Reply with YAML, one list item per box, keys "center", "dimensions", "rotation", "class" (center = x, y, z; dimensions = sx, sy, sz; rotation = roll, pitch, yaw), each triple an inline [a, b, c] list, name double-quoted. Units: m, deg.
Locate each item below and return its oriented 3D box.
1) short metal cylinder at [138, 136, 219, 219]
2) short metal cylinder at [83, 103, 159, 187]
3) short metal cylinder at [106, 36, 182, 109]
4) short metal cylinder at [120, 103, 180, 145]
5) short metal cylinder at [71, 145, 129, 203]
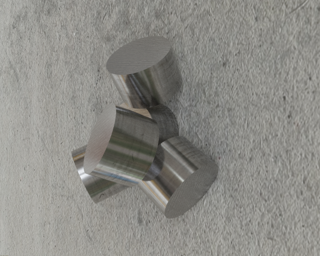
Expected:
- center: [0.020, 0.056, 0.354]
  dimensions: [0.050, 0.081, 0.080]
  rotation: [42, 115, 32]
  class: "short metal cylinder"
- center: [-0.044, 0.019, 0.339]
  dimensions: [0.080, 0.050, 0.080]
  rotation: [-45, 33, 41]
  class: "short metal cylinder"
- center: [-0.018, -0.069, 0.378]
  dimensions: [0.080, 0.080, 0.050]
  rotation: [18, 145, 38]
  class: "short metal cylinder"
- center: [-0.022, 0.006, 0.408]
  dimensions: [0.080, 0.050, 0.080]
  rotation: [0, 89, 39]
  class: "short metal cylinder"
- center: [-0.082, 0.058, 0.431]
  dimensions: [0.080, 0.050, 0.080]
  rotation: [61, 169, 22]
  class: "short metal cylinder"
